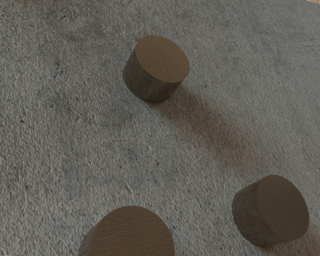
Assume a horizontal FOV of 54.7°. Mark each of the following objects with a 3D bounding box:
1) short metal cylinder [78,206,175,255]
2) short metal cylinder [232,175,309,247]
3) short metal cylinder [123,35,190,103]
[{"bbox_3d":[-0.033,0.121,0.296,0.081,0.050,0.080,14,56,-21],"label":"short metal cylinder"},{"bbox_3d":[0.141,0.107,0.398,0.081,0.050,0.080,14,56,-21],"label":"short metal cylinder"},{"bbox_3d":[-0.006,-0.082,0.435,0.081,0.050,0.080,14,56,-21],"label":"short metal cylinder"}]
